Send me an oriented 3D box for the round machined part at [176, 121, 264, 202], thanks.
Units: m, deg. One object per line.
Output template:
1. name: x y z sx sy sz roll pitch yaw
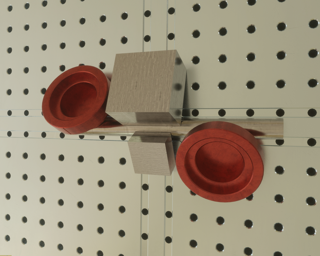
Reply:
1. round machined part: 0.071 0.036 0.365 0.098 0.042 0.097 8 118 16

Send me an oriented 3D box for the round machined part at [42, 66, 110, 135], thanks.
1. round machined part: -0.108 -0.035 0.428 0.098 0.042 0.098 -8 62 15

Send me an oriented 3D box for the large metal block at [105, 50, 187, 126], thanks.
1. large metal block: -0.015 -0.049 0.393 0.080 0.050 0.080 1 72 20

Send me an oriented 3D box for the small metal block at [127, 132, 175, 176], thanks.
1. small metal block: -0.010 0.034 0.406 0.050 0.025 0.050 1 119 20

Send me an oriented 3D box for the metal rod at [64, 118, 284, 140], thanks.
1. metal rod: 0.002 0.000 0.412 0.301 0.025 0.025 1 90 19
